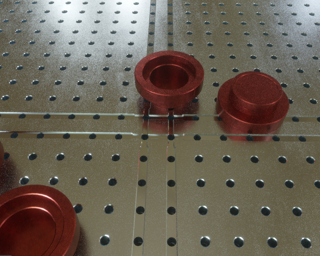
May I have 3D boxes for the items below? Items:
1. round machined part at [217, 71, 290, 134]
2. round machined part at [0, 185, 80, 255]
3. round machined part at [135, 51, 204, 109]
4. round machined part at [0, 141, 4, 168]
[{"bbox_3d":[0.130,-0.042,0.433,0.099,0.042,0.098,0,50,0],"label":"round machined part"},{"bbox_3d":[-0.129,0.109,0.305,0.099,0.042,0.098,0,50,0],"label":"round machined part"},{"bbox_3d":[0.013,-0.067,0.453,0.099,0.042,0.098,0,50,0],"label":"round machined part"},{"bbox_3d":[-0.232,0.042,0.360,0.099,0.042,0.098,0,50,0],"label":"round machined part"}]
